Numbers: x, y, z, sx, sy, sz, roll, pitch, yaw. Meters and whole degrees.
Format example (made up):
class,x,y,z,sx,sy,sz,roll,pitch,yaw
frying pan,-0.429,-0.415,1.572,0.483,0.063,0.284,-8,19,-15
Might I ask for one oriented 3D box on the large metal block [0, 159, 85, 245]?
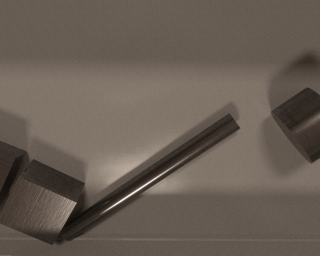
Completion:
class,x,y,z,sx,sy,sz,roll,pitch,yaw
large metal block,-0.164,0.103,0.434,0.080,0.050,0.080,28,107,-10

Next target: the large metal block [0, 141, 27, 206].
class,x,y,z,sx,sy,sz,roll,pitch,yaw
large metal block,-0.236,0.055,0.404,0.080,0.050,0.080,24,92,-9

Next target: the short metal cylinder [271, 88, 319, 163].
class,x,y,z,sx,sy,sz,roll,pitch,yaw
short metal cylinder,0.184,-0.003,0.384,0.050,0.080,0.080,-36,107,12

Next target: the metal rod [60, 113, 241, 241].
class,x,y,z,sx,sy,sz,roll,pitch,yaw
metal rod,-0.022,0.075,0.438,0.300,0.025,0.025,-35,107,11
